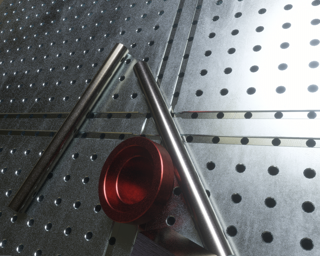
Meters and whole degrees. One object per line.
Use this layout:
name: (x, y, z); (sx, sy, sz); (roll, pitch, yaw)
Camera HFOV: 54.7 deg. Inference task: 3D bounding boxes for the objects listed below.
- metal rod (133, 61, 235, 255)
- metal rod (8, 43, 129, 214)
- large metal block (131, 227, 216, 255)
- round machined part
metal rod: (0.015, 0.017, 0.388); (0.025, 0.025, 0.299); (-29, 52, 9)
metal rod: (-0.135, -0.009, 0.482); (0.025, 0.025, 0.300); (18, 71, 35)
large metal block: (0.012, 0.147, 0.280); (0.080, 0.050, 0.080); (20, 91, 35)
round machined part: (-0.023, 0.062, 0.360); (0.098, 0.042, 0.098); (-19, 58, 34)
